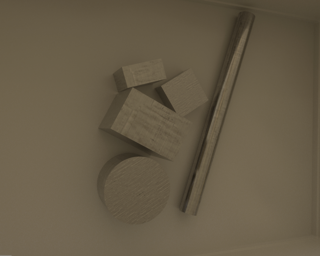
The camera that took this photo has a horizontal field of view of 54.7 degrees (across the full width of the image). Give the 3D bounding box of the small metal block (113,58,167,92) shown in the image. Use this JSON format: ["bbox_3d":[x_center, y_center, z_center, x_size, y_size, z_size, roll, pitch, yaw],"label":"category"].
[{"bbox_3d":[-0.027,-0.065,0.388,0.050,0.050,0.025,-17,96,-20],"label":"small metal block"}]

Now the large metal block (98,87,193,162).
[{"bbox_3d":[-0.021,-0.003,0.375,0.080,0.080,0.050,29,80,-18],"label":"large metal block"}]

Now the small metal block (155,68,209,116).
[{"bbox_3d":[0.030,-0.046,0.423,0.050,0.025,0.050,-34,101,-17],"label":"small metal block"}]

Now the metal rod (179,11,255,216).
[{"bbox_3d":[0.084,-0.025,0.442,0.025,0.025,0.299,20,83,-19],"label":"metal rod"}]

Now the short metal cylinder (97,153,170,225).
[{"bbox_3d":[-0.034,0.073,0.386,0.081,0.050,0.079,0,90,-21],"label":"short metal cylinder"}]
